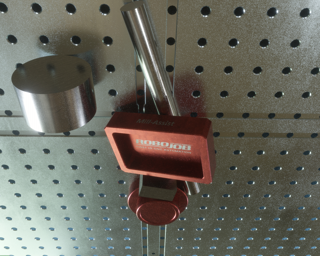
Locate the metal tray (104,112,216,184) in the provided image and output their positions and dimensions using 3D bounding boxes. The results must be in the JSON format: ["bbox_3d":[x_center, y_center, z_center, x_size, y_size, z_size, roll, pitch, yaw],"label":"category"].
[{"bbox_3d":[0.003,0.026,0.401,0.130,0.030,0.090,5,135,20],"label":"metal tray"}]

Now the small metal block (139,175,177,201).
[{"bbox_3d":[-0.003,0.078,0.461,0.050,0.050,0.025,11,129,-10],"label":"small metal block"}]

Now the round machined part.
[{"bbox_3d":[-0.003,0.123,0.506,0.099,0.042,0.097,-1,130,0],"label":"round machined part"}]

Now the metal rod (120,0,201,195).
[{"bbox_3d":[0.012,-0.012,0.401,0.025,0.025,0.299,-12,130,10],"label":"metal rod"}]

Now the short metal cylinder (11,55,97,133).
[{"bbox_3d":[-0.113,-0.039,0.341,0.081,0.080,0.050,1,130,-1],"label":"short metal cylinder"}]
